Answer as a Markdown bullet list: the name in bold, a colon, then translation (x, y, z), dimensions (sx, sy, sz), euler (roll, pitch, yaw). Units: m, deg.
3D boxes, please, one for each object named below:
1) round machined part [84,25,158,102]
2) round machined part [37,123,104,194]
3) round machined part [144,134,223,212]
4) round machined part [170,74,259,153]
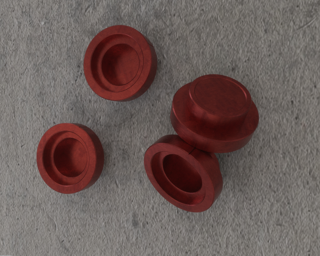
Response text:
- **round machined part**: translation (-0.049, -0.084, 0.417), dimensions (0.098, 0.042, 0.097), euler (0, 90, 20)
- **round machined part**: translation (-0.122, 0.041, 0.443), dimensions (0.098, 0.042, 0.097), euler (0, 90, 20)
- **round machined part**: translation (0.032, 0.049, 0.372), dimensions (0.098, 0.042, 0.097), euler (24, 133, 28)
- **round machined part**: translation (0.063, -0.023, 0.347), dimensions (0.098, 0.098, 0.042), euler (30, 141, 17)
